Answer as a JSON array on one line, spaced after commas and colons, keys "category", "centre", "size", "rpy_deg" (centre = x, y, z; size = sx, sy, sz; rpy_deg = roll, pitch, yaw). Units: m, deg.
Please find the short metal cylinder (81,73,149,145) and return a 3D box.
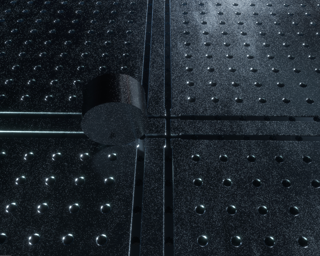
[{"category": "short metal cylinder", "centre": [-0.057, -0.022, 0.390], "size": [0.081, 0.080, 0.050], "rpy_deg": [-5, 50, -5]}]
